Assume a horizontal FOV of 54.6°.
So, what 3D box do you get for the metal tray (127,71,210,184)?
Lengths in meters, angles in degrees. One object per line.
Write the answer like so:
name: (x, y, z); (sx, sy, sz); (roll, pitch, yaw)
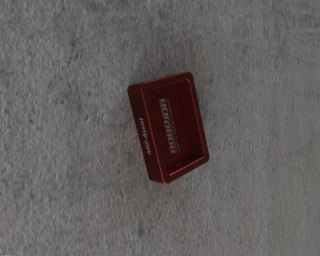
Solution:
metal tray: (0.015, -0.003, 0.412); (0.091, 0.030, 0.129); (-22, 104, -38)
